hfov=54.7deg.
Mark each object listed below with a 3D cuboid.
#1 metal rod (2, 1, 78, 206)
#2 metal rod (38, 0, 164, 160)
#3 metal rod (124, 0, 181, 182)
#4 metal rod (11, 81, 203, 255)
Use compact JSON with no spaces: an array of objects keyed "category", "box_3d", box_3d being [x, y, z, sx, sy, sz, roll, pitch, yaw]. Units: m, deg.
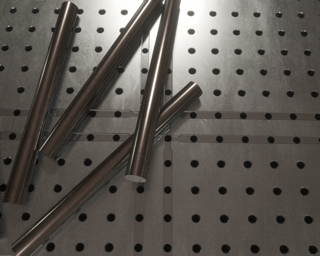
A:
[{"category":"metal rod","box_3d":[-0.158,-0.047,0.426,0.025,0.025,0.299,7,70,2]},{"category":"metal rod","box_3d":[-0.074,-0.089,0.443,0.025,0.025,0.300,27,72,9]},{"category":"metal rod","box_3d":[-0.003,-0.074,0.420,0.025,0.025,0.299,9,63,3]},{"category":"metal rod","box_3d":[-0.056,0.044,0.394,0.025,0.025,0.301,43,75,14]}]
